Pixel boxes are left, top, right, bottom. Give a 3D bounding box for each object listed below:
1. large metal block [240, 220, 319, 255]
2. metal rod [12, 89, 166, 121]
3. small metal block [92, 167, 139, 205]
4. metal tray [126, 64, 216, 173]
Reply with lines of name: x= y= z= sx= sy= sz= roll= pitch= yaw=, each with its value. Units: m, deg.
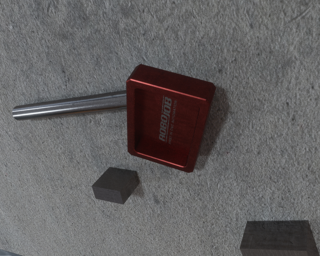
large metal block: x=0.162 y=0.171 z=0.411 sx=0.080 sy=0.050 sz=0.080 roll=-12 pitch=112 yaw=33
metal rod: x=-0.101 y=-0.033 z=0.437 sx=0.300 sy=0.025 sz=0.025 roll=-4 pitch=117 yaw=29
small metal block: x=-0.068 y=0.088 z=0.479 sx=0.050 sy=0.050 sz=0.025 roll=5 pitch=121 yaw=25
metal tray: x=0.008 y=-0.006 z=0.369 sx=0.090 sy=0.030 sz=0.129 roll=16 pitch=139 yaw=10
